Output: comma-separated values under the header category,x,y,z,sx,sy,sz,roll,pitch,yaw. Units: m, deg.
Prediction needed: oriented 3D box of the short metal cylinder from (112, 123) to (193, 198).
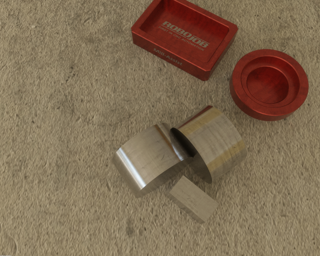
category,x,y,z,sx,sy,sz,roll,pitch,yaw
short metal cylinder,-0.009,0.038,0.365,0.080,0.080,0.050,-33,74,-11

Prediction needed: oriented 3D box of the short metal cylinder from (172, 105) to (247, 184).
category,x,y,z,sx,sy,sz,roll,pitch,yaw
short metal cylinder,0.057,0.020,0.372,0.050,0.080,0.080,-33,74,-11

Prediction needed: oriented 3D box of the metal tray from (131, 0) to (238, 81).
category,x,y,z,sx,sy,sz,roll,pitch,yaw
metal tray,0.035,-0.138,0.455,0.130,0.030,0.090,31,73,10

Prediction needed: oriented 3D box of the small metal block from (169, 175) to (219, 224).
category,x,y,z,sx,sy,sz,roll,pitch,yaw
small metal block,0.038,0.086,0.364,0.050,0.050,0.025,38,75,12

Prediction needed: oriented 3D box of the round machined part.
category,x,y,z,sx,sy,sz,roll,pitch,yaw
round machined part,0.143,-0.054,0.420,0.099,0.042,0.098,0,70,0
